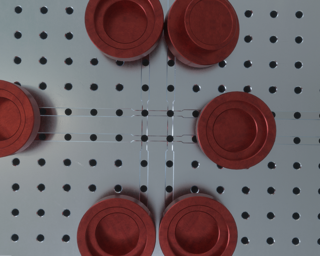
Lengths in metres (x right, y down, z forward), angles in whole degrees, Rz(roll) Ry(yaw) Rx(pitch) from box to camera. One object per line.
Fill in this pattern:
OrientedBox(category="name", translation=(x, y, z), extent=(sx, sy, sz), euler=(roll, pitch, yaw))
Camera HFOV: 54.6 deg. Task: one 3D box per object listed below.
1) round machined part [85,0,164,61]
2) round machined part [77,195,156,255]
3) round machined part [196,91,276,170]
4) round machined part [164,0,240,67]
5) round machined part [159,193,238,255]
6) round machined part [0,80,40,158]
OrientedBox(category="round machined part", translation=(-0.044, -0.135, 0.405), extent=(0.099, 0.042, 0.097), euler=(0, 90, 0))
OrientedBox(category="round machined part", translation=(-0.054, 0.135, 0.405), extent=(0.099, 0.042, 0.097), euler=(0, 90, 0))
OrientedBox(category="round machined part", translation=(0.096, 0.003, 0.405), extent=(0.099, 0.042, 0.097), euler=(0, 90, 0))
OrientedBox(category="round machined part", translation=(0.057, -0.129, 0.394), extent=(0.099, 0.042, 0.097), euler=(0, 92, -14))
OrientedBox(category="round machined part", translation=(0.047, 0.133, 0.405), extent=(0.099, 0.042, 0.097), euler=(0, 90, 0))
OrientedBox(category="round machined part", translation=(-0.205, -0.012, 0.404), extent=(0.099, 0.042, 0.097), euler=(0, 90, 0))
